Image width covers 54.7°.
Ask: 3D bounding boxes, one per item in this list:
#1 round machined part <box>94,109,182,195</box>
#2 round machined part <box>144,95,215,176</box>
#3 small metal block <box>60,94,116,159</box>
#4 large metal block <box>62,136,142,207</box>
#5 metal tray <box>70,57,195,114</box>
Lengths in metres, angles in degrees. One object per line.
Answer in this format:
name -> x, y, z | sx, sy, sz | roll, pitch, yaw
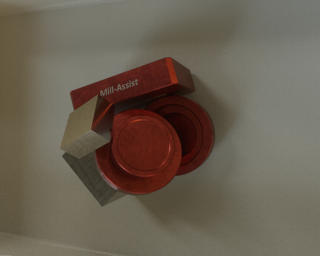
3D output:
round machined part -> -0.022, 0.024, 0.345 | 0.099, 0.042, 0.098 | 5, 71, -14
round machined part -> 0.021, 0.009, 0.393 | 0.098, 0.042, 0.097 | 0, 90, 19
small metal block -> -0.078, -0.001, 0.337 | 0.050, 0.025, 0.050 | -28, 42, 30
large metal block -> -0.063, 0.046, 0.401 | 0.050, 0.080, 0.080 | -46, 76, 14
metal tray -> -0.031, -0.045, 0.384 | 0.130, 0.090, 0.030 | -16, 86, 19
